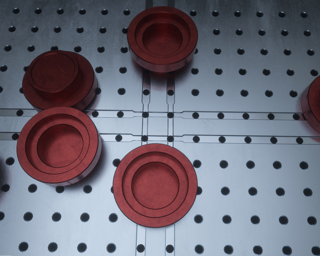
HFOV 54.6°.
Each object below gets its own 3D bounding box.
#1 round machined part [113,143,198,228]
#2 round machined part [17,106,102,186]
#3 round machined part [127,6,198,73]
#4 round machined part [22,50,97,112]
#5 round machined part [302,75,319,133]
[{"bbox_3d":[-0.005,0.071,0.377,0.099,0.042,0.098,0,70,0],"label":"round machined part"},{"bbox_3d":[-0.123,0.025,0.393,0.099,0.042,0.098,0,70,0],"label":"round machined part"},{"bbox_3d":[0.004,-0.123,0.448,0.099,0.042,0.098,0,70,0],"label":"round machined part"},{"bbox_3d":[-0.139,-0.067,0.423,0.099,0.042,0.098,0,66,1],"label":"round machined part"},{"bbox_3d":[0.249,-0.035,0.417,0.099,0.042,0.098,0,70,0],"label":"round machined part"}]
